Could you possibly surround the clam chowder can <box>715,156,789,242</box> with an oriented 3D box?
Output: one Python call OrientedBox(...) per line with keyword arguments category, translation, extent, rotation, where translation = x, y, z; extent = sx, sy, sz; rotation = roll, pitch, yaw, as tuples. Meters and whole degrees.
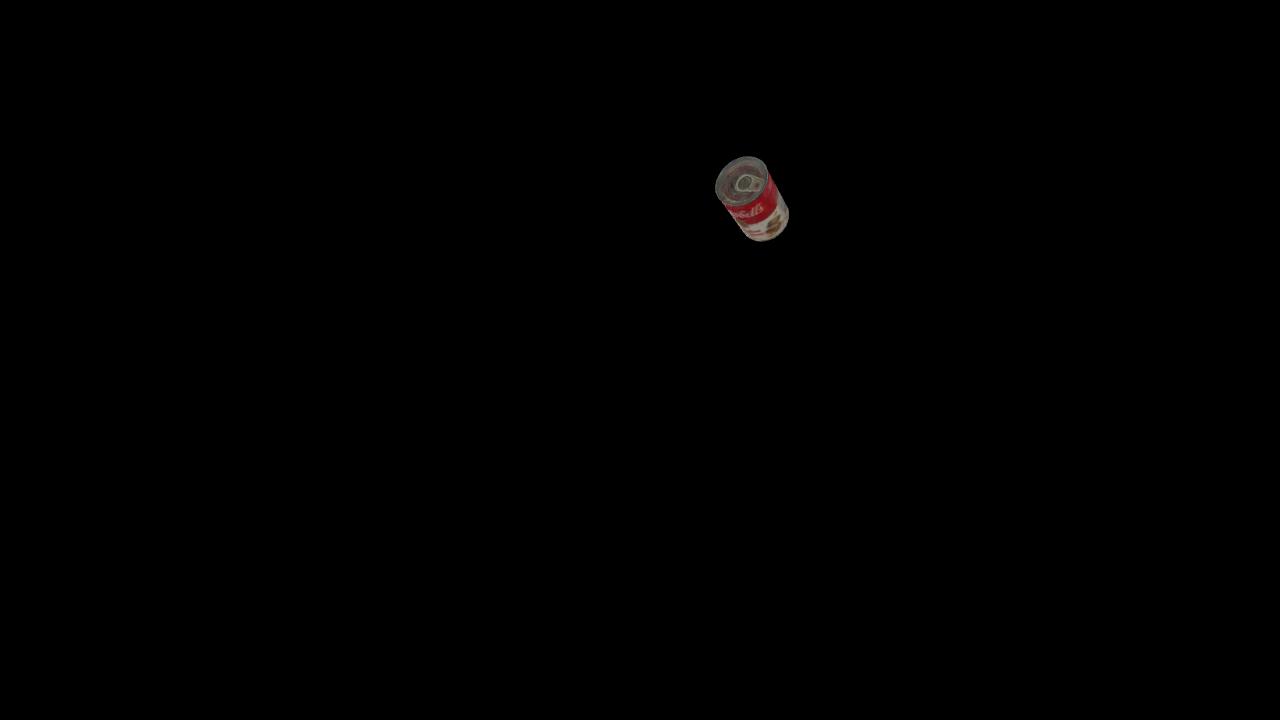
OrientedBox(category="clam chowder can", translation=(0.146, -0.203, 0.788), extent=(0.068, 0.068, 0.102), rotation=(0, -16, 30))
